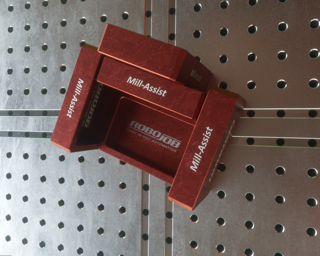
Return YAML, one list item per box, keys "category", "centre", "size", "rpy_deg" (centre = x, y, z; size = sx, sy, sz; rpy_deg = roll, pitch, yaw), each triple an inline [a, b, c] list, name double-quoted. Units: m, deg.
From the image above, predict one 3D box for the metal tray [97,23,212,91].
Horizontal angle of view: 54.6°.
- category: "metal tray"
  centre: [0.001, -0.075, 0.356]
  size: [0.090, 0.130, 0.030]
  rpy_deg: [24, 99, 18]

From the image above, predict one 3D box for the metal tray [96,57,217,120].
- category: "metal tray"
  centre: [0.001, -0.046, 0.378]
  size: [0.130, 0.090, 0.030]
  rpy_deg: [23, 98, 18]

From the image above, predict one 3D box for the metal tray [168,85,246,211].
- category: "metal tray"
  centre: [0.057, 0.021, 0.357]
  size: [0.030, 0.090, 0.129]
  rpy_deg: [23, 98, 18]

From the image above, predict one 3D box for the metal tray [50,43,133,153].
- category: "metal tray"
  centre: [-0.085, -0.035, 0.408]
  size: [0.030, 0.090, 0.129]
  rpy_deg: [23, 98, 18]

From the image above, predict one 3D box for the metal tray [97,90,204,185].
- category: "metal tray"
  centre: [-0.010, 0.011, 0.413]
  size: [0.130, 0.030, 0.090]
  rpy_deg: [23, 98, 18]
